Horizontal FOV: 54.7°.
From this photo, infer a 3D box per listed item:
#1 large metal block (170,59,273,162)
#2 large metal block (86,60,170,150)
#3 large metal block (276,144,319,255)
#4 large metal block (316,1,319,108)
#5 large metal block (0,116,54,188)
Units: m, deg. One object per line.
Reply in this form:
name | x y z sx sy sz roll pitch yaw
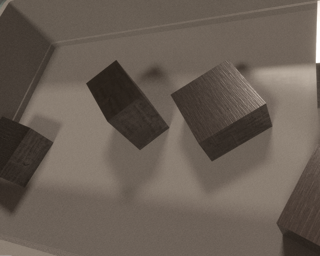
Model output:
large metal block | 0.071 -0.021 0.365 0.080 0.050 0.080 -32 52 7
large metal block | -0.042 -0.029 0.409 0.050 0.080 0.080 -38 51 3
large metal block | 0.159 0.071 0.263 0.080 0.050 0.080 24 75 36
large metal block | 0.190 -0.075 0.317 0.050 0.080 0.080 0 62 28
large metal block | -0.230 0.036 0.486 0.080 0.050 0.080 16 70 34
